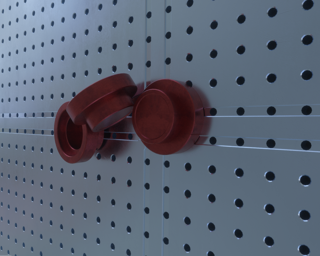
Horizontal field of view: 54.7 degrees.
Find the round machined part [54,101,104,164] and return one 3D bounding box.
[{"bbox_3d":[-0.127,0.006,0.497,0.098,0.042,0.097,2,93,43],"label":"round machined part"}]

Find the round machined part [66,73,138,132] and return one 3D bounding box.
[{"bbox_3d":[-0.072,-0.029,0.422,0.098,0.099,0.042,-36,83,34],"label":"round machined part"}]

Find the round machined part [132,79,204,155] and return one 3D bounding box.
[{"bbox_3d":[0.003,-0.014,0.394,0.098,0.042,0.097,0,90,39],"label":"round machined part"}]
